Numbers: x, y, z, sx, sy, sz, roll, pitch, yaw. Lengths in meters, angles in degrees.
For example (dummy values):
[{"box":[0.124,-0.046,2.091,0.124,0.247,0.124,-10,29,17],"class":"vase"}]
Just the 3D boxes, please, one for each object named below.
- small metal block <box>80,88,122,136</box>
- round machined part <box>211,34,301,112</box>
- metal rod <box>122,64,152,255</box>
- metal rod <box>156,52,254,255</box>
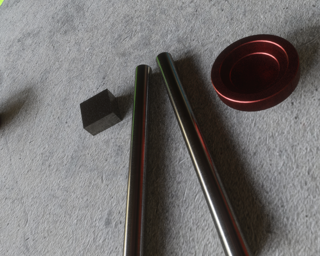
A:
[{"box":[-0.090,-0.024,0.465,0.050,0.025,0.050,-28,52,10],"class":"small metal block"},{"box":[0.115,-0.061,0.370,0.098,0.042,0.098,-13,56,21],"class":"round machined part"},{"box":[-0.026,0.040,0.393,0.025,0.025,0.299,-13,56,21],"class":"metal rod"},{"box":[0.041,0.011,0.375,0.025,0.025,0.299,-26,53,12],"class":"metal rod"}]
